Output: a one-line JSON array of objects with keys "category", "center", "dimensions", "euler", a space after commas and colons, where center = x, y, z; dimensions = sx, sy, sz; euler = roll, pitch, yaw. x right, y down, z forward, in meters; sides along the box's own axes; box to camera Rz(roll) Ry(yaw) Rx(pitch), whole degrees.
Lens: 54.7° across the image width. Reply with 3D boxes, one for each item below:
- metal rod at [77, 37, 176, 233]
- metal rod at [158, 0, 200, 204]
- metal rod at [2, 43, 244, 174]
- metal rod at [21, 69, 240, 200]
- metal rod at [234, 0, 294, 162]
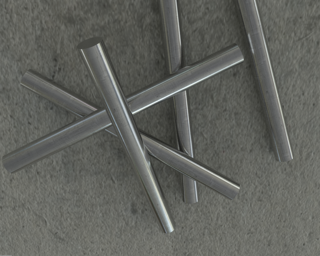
[{"category": "metal rod", "center": [-0.027, 0.034, 0.376], "dimensions": [0.025, 0.025, 0.299], "euler": [-15, 127, 5]}, {"category": "metal rod", "center": [0.025, -0.036, 0.396], "dimensions": [0.025, 0.025, 0.298], "euler": [-7, 110, 2]}, {"category": "metal rod", "center": [-0.045, -0.022, 0.365], "dimensions": [0.301, 0.025, 0.025], "euler": [-26, 109, 2]}, {"category": "metal rod", "center": [-0.034, 0.010, 0.395], "dimensions": [0.301, 0.025, 0.025], "euler": [29, 107, -4]}, {"category": "metal rod", "center": [0.120, -0.091, 0.377], "dimensions": [0.025, 0.025, 0.298], "euler": [-19, 109, 6]}]
